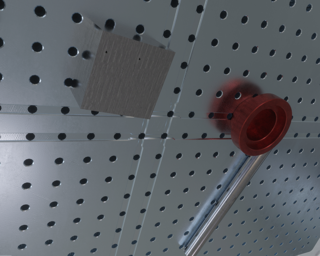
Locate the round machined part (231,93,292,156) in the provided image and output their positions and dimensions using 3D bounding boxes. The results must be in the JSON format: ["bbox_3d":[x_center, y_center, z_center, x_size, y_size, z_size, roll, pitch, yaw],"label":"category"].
[{"bbox_3d":[0.149,-0.009,0.476,0.099,0.042,0.097,-14,124,-21],"label":"round machined part"}]

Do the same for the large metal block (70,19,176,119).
[{"bbox_3d":[-0.042,-0.061,0.334,0.081,0.050,0.079,8,114,-32],"label":"large metal block"}]

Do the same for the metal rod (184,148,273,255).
[{"bbox_3d":[0.130,0.114,0.552,0.025,0.025,0.298,20,108,-36],"label":"metal rod"}]
